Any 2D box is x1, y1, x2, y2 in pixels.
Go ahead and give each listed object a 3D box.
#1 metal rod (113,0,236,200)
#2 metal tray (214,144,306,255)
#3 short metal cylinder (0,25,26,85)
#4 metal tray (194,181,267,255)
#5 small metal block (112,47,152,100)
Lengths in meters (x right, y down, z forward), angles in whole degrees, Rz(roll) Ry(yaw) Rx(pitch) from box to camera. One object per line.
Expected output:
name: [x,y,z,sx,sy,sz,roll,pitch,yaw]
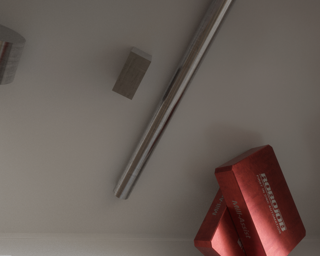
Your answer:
metal rod: [0.011,-0.031,0.400,0.025,0.025,0.298,25,108,-9]
metal tray: [0.130,0.096,0.395,0.030,0.091,0.129,-23,87,51]
short metal cylinder: [-0.200,-0.089,0.346,0.080,0.080,0.050,23,108,-9]
metal tray: [0.108,0.124,0.409,0.090,0.130,0.030,47,144,-15]
small metal block: [-0.032,-0.067,0.373,0.025,0.050,0.050,26,108,-10]
